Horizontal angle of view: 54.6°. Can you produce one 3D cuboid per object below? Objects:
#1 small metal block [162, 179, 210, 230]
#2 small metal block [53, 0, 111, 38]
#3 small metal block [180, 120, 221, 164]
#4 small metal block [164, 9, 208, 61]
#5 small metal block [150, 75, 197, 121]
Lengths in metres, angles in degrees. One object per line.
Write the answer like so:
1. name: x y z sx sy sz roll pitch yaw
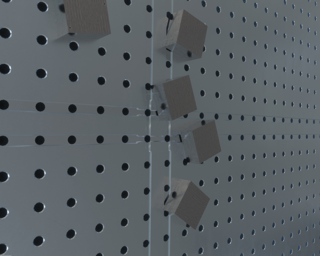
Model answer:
1. small metal block: 0.038 0.108 0.440 0.050 0.025 0.050 45 63 -31
2. small metal block: -0.085 -0.126 0.337 0.050 0.025 0.050 -13 98 -39
3. small metal block: 0.061 0.019 0.459 0.050 0.025 0.050 -23 105 -37
4. small metal block: 0.037 -0.130 0.439 0.050 0.025 0.050 19 78 -38
5. small metal block: 0.020 -0.041 0.425 0.050 0.025 0.050 -24 105 -37
